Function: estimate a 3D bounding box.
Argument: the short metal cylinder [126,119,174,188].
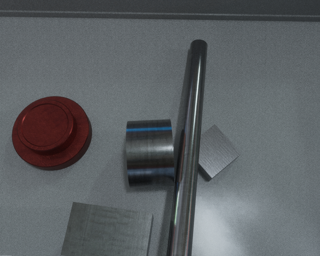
[{"bbox_3d":[-0.011,0.030,0.369,0.050,0.080,0.080,-3,70,-1],"label":"short metal cylinder"}]

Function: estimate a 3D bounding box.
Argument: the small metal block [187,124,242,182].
[{"bbox_3d":[0.067,0.032,0.399,0.050,0.025,0.050,-37,75,-13],"label":"small metal block"}]

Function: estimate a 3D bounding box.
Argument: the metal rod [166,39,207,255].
[{"bbox_3d":[0.038,0.008,0.382,0.025,0.025,0.300,7,61,2],"label":"metal rod"}]

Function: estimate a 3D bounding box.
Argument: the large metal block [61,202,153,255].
[{"bbox_3d":[-0.051,0.116,0.338,0.080,0.080,0.050,8,70,2],"label":"large metal block"}]

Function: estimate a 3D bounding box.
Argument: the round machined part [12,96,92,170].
[{"bbox_3d":[-0.141,0.002,0.398,0.099,0.042,0.098,0,70,-1],"label":"round machined part"}]
